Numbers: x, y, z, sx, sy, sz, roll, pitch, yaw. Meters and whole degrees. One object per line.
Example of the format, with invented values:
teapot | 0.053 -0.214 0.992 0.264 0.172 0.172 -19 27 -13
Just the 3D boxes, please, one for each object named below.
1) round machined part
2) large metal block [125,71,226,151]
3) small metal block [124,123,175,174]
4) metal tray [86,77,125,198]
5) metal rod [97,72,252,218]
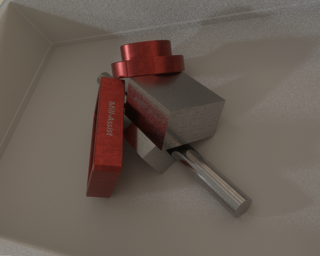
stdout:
round machined part | -0.017 -0.093 0.419 0.098 0.099 0.042 -2 102 27
large metal block | 0.015 -0.024 0.368 0.081 0.050 0.080 -14 41 -35
small metal block | -0.014 0.023 0.379 0.025 0.050 0.050 -44 51 -2
metal tray | -0.069 0.012 0.391 0.030 0.089 0.130 7 56 -15
metal rod | -0.003 0.001 0.403 0.025 0.025 0.300 -45 51 -3
